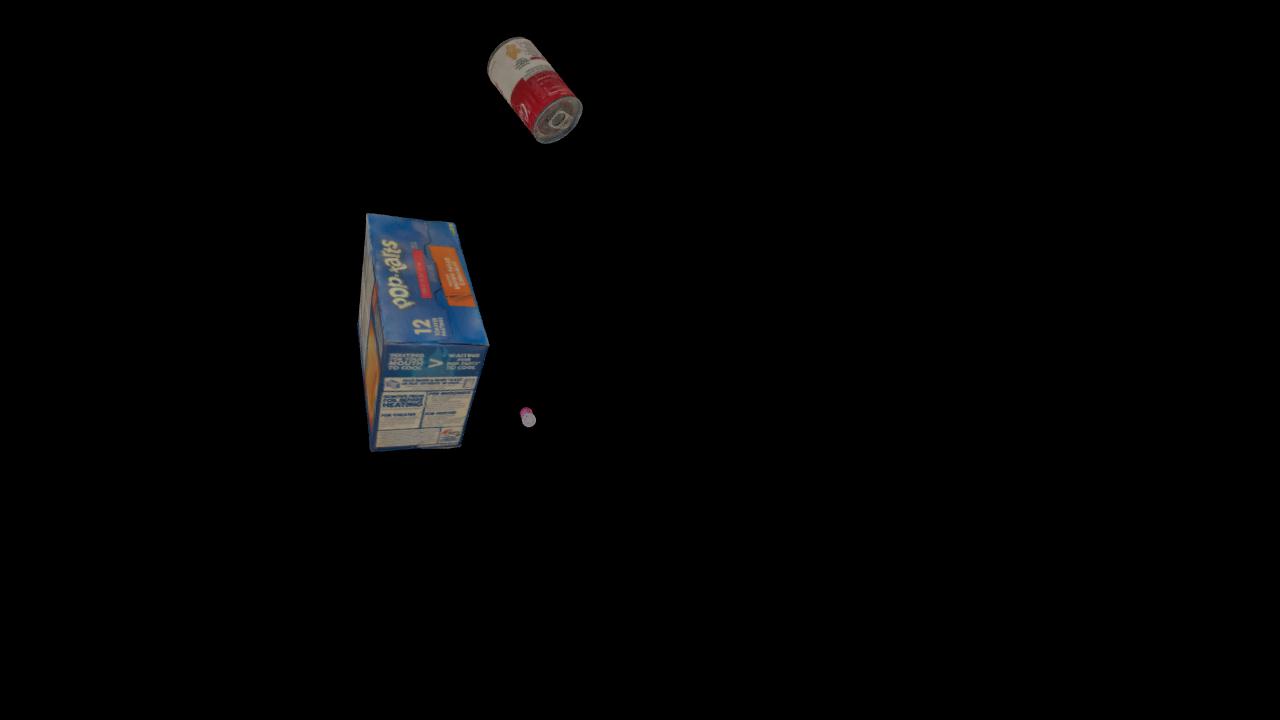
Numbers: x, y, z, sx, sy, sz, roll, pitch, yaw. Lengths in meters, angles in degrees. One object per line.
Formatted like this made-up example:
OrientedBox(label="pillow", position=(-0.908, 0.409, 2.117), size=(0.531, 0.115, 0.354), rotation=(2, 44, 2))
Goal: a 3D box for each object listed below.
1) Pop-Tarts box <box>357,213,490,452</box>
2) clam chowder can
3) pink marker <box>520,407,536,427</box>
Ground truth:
OrientedBox(label="Pop-Tarts box", position=(-0.206, -0.025, 0.563), size=(0.083, 0.167, 0.141), rotation=(-2, -43, -30))
OrientedBox(label="clam chowder can", position=(-0.123, -0.314, 0.716), size=(0.068, 0.102, 0.068), rotation=(-35, -10, -7))
OrientedBox(label="pink marker", position=(-0.161, 0.081, 0.880), size=(0.020, 0.020, 0.121), rotation=(0, 0, -12))
